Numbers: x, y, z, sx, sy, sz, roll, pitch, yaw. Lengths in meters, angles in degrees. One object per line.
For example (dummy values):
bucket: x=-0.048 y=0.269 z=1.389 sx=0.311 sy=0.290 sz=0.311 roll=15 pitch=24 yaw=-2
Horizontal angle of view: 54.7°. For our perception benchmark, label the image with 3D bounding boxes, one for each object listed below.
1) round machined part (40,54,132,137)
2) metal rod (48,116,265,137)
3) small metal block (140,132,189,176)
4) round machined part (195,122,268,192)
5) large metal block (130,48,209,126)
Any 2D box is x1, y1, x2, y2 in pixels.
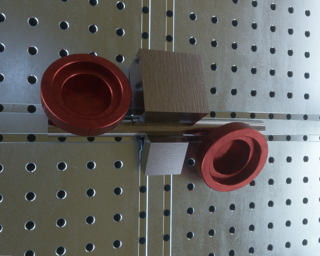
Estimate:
round machined part: x=-0.085 y=-0.034 z=0.358 sx=0.099 sy=0.042 sz=0.098 roll=9 pitch=61 yaw=-16
metal rod: x=0.010 y=0.000 z=0.417 sx=0.302 sy=0.025 sz=0.025 roll=0 pitch=90 yaw=-20
small metal block: x=0.005 y=0.034 z=0.404 sx=0.050 sy=0.025 sz=0.050 roll=1 pitch=119 yaw=-20
round machined part: x=0.094 y=0.036 z=0.425 sx=0.099 sy=0.042 sz=0.097 roll=-8 pitch=118 yaw=-16
large metal block: x=0.009 y=-0.048 z=0.391 sx=0.081 sy=0.050 sz=0.080 roll=1 pitch=72 yaw=-20
